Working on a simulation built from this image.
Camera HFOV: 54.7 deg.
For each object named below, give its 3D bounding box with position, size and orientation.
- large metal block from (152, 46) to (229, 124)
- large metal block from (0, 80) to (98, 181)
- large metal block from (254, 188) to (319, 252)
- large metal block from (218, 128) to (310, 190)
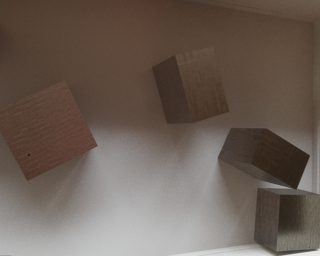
[{"bbox_3d":[0.036,-0.051,0.396,0.050,0.080,0.080,-17,96,-19],"label":"large metal block"},{"bbox_3d":[-0.128,0.002,0.350,0.081,0.050,0.080,-27,99,-18],"label":"large metal block"},{"bbox_3d":[0.195,0.137,0.472,0.081,0.050,0.080,5,88,-20],"label":"large metal block"},{"bbox_3d":[0.143,0.040,0.436,0.080,0.080,0.050,29,81,-18],"label":"large metal block"}]
